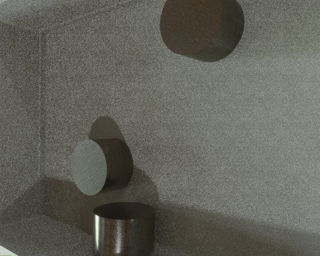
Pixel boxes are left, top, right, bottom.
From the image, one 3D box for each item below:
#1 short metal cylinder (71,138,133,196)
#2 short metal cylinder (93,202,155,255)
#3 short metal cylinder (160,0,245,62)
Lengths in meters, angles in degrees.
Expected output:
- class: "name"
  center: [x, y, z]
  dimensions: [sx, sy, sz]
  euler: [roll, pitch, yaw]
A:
- class: "short metal cylinder"
  center: [-0.086, 0.056, 0.459]
  dimensions: [0.080, 0.050, 0.079]
  euler: [0, 90, 39]
- class: "short metal cylinder"
  center: [-0.047, 0.133, 0.408]
  dimensions: [0.080, 0.081, 0.050]
  euler: [2, 92, 39]
- class: "short metal cylinder"
  center: [0.047, -0.118, 0.350]
  dimensions: [0.080, 0.050, 0.079]
  euler: [0, 90, 39]
